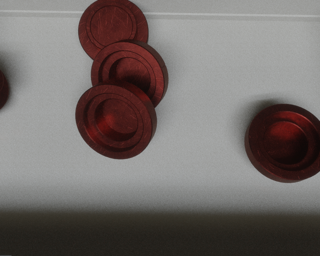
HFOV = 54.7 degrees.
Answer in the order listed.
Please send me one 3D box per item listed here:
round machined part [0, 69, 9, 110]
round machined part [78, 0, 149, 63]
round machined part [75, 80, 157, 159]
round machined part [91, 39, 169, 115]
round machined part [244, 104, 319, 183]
[{"bbox_3d":[-0.240,-0.058,0.389,0.042,0.099,0.098,-27,65,37],"label":"round machined part"},{"bbox_3d":[-0.065,-0.136,0.433,0.099,0.042,0.097,0,90,-2],"label":"round machined part"},{"bbox_3d":[-0.051,-0.013,0.387,0.098,0.097,0.042,20,27,6],"label":"round machined part"},{"bbox_3d":[-0.036,-0.067,0.406,0.098,0.097,0.042,20,27,7],"label":"round machined part"},{"bbox_3d":[0.157,0.022,0.395,0.099,0.042,0.098,0,70,-1],"label":"round machined part"}]
